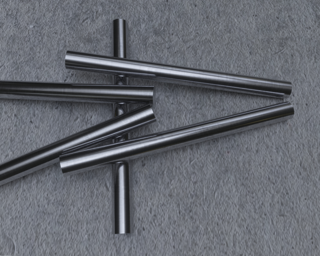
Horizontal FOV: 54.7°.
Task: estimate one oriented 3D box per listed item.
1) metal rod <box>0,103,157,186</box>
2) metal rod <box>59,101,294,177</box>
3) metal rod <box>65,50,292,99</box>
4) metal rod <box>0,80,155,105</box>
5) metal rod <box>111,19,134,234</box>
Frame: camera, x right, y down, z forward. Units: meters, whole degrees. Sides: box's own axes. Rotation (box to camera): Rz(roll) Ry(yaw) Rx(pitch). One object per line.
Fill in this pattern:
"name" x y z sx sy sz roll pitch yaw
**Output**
"metal rod" -0.148 0.038 0.379 0.302 0.025 0.025 -22 72 -3
"metal rod" 0.031 0.010 0.389 0.302 0.025 0.025 -13 71 -12
"metal rod" 0.028 -0.071 0.418 0.302 0.025 0.025 7 70 -5
"metal rod" -0.157 -0.049 0.410 0.302 0.025 0.025 3 70 6
"metal rod" -0.052 -0.016 0.414 0.025 0.025 0.299 -3 70 -2
